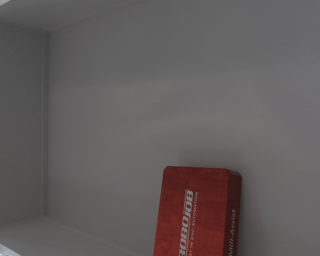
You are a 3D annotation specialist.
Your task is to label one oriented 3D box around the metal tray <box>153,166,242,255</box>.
[{"bbox_3d":[0.041,0.111,0.351,0.090,0.030,0.130,-3,74,40],"label":"metal tray"}]
